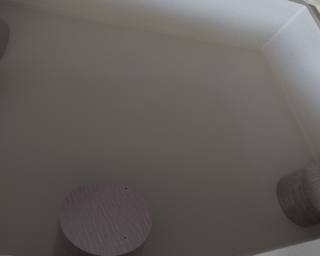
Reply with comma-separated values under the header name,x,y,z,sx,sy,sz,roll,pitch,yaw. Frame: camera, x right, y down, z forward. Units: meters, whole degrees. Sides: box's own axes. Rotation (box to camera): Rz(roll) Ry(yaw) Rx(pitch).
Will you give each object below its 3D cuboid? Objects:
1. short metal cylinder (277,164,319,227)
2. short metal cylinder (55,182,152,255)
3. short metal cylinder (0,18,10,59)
name,x,y,z,sx,sy,sz,roll,pitch,yaw
short metal cylinder,0.220,0.099,0.451,0.081,0.050,0.080,14,56,-21
short metal cylinder,-0.053,0.096,0.285,0.081,0.050,0.080,13,33,-8
short metal cylinder,-0.202,-0.089,0.316,0.050,0.080,0.080,31,52,-9
